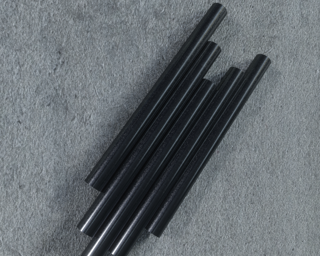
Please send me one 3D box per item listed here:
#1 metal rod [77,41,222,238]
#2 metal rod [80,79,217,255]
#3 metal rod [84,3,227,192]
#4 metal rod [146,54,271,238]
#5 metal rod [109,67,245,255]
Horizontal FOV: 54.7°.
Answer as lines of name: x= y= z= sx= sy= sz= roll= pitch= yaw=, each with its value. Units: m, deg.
metal rod: x=-0.007 y=0.006 z=0.409 sx=0.025 sy=0.025 sz=0.300 roll=38 pitch=78 yaw=-16
metal rod: x=-0.014 y=0.059 z=0.406 sx=0.025 sy=0.025 sz=0.300 roll=38 pitch=78 yaw=-16
metal rod: x=0.001 y=-0.049 z=0.412 sx=0.025 sy=0.025 sz=0.300 roll=38 pitch=78 yaw=-16
metal rod: x=0.073 y=0.017 z=0.438 sx=0.025 sy=0.025 sz=0.300 roll=38 pitch=78 yaw=-16
metal rod: x=0.029 y=0.039 z=0.422 sx=0.025 sy=0.025 sz=0.300 roll=38 pitch=78 yaw=-16
